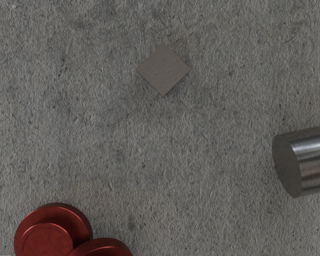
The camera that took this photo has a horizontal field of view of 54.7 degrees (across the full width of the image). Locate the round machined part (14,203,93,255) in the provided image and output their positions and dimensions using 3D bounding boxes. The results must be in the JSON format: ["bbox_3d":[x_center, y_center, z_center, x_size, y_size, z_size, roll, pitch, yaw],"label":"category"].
[{"bbox_3d":[-0.140,0.150,0.400,0.099,0.042,0.097,0,90,-1],"label":"round machined part"}]

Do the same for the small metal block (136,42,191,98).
[{"bbox_3d":[0.004,-0.076,0.410,0.050,0.025,0.050,-45,91,0],"label":"small metal block"}]

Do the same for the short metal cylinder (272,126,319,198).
[{"bbox_3d":[0.181,0.042,0.385,0.050,0.080,0.080,-12,90,0],"label":"short metal cylinder"}]

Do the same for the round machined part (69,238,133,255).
[{"bbox_3d":[-0.073,0.190,0.380,0.099,0.042,0.097,-7,108,-24],"label":"round machined part"}]
